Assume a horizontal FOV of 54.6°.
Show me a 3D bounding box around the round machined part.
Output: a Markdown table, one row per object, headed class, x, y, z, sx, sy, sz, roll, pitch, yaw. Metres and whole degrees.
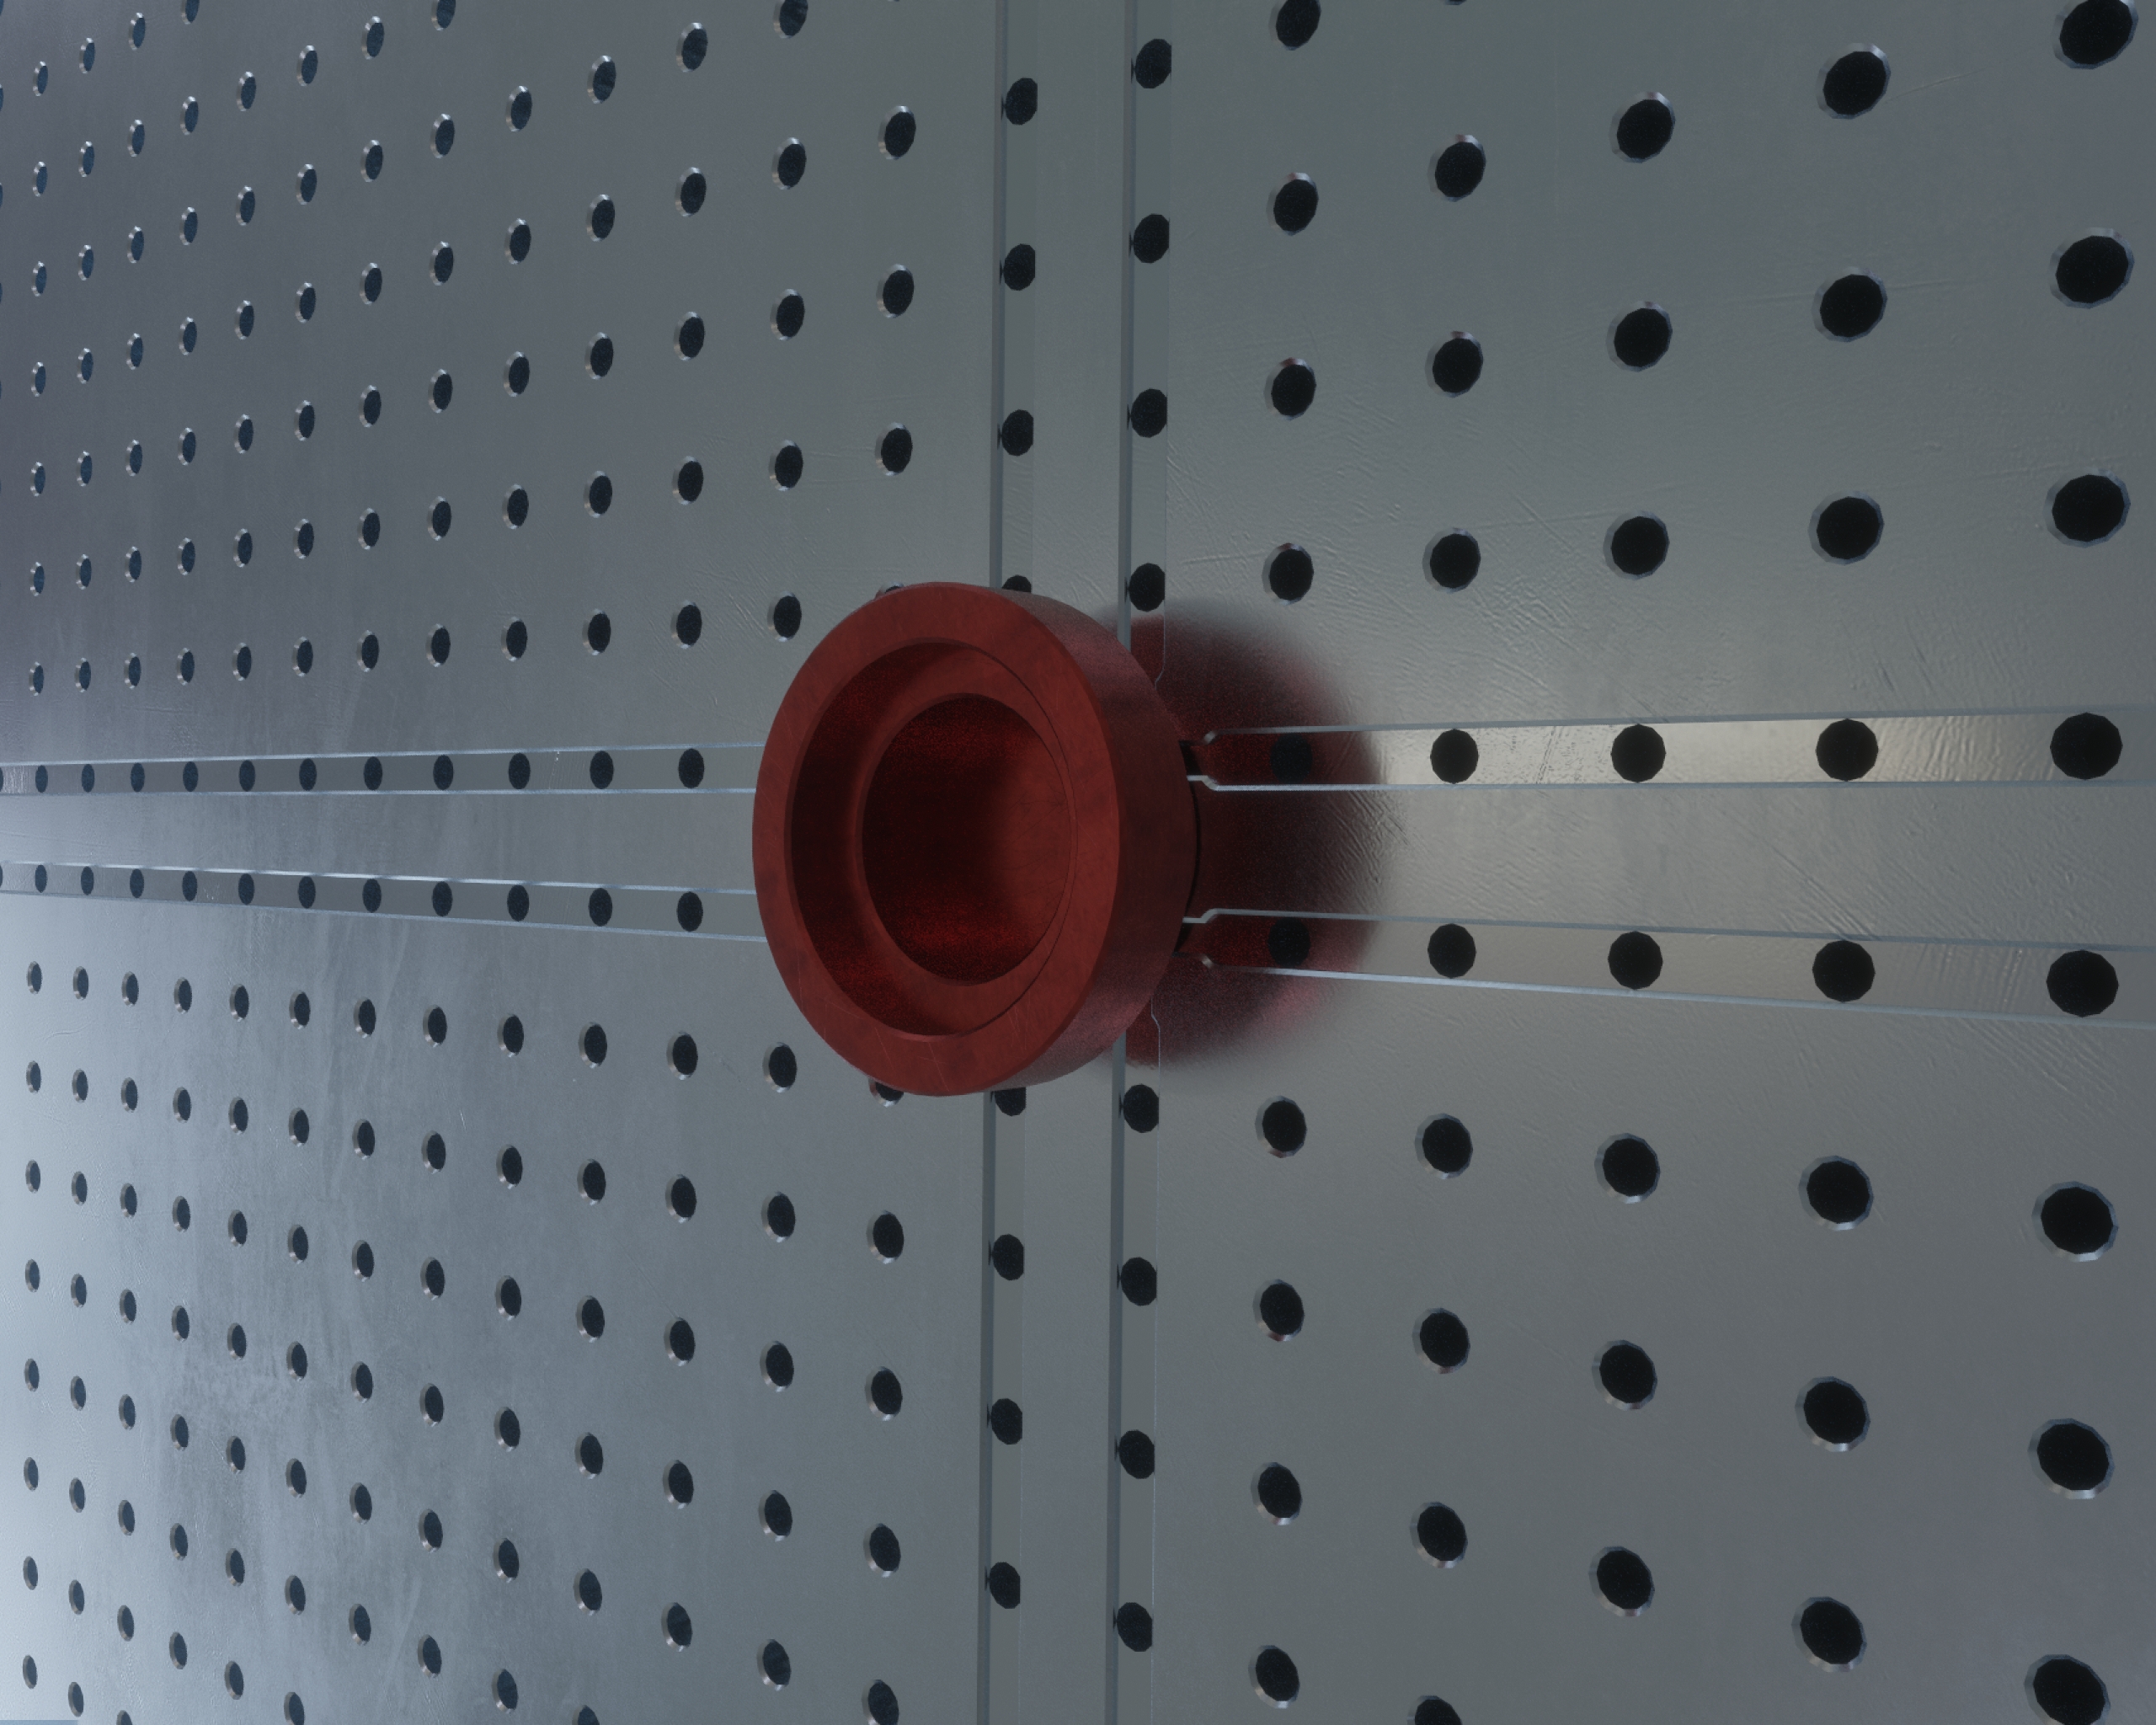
| class | x | y | z | sx | sy | sz | roll | pitch | yaw |
| --- | --- | --- | --- | --- | --- | --- | --- | --- | --- |
| round machined part | -0.016 | -0.004 | 0.412 | 0.098 | 0.042 | 0.097 | 0 | 90 | 40 |
